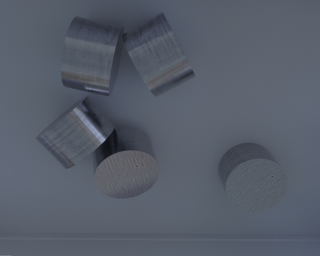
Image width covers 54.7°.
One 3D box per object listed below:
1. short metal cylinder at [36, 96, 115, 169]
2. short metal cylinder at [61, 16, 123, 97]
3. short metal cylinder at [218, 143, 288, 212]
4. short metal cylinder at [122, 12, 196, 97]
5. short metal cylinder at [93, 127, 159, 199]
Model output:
[{"bbox_3d":[-0.103,0.004,0.382,0.080,0.080,0.050,-35,106,12],"label":"short metal cylinder"},{"bbox_3d":[-0.074,-0.080,0.351,0.050,0.080,0.079,12,110,-5],"label":"short metal cylinder"},{"bbox_3d":[0.125,0.067,0.425,0.081,0.050,0.079,0,110,-1],"label":"short metal cylinder"},{"bbox_3d":[0.000,-0.082,0.352,0.050,0.080,0.080,-27,108,9],"label":"short metal cylinder"},{"bbox_3d":[-0.046,0.045,0.402,0.081,0.050,0.079,-8,126,-11],"label":"short metal cylinder"}]
